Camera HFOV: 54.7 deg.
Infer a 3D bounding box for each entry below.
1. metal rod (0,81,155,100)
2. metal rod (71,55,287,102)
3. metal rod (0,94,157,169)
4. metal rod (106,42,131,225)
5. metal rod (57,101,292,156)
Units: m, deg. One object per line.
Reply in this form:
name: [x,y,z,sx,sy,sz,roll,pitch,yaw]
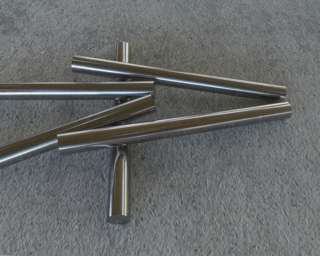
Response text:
metal rod: [-0.157,-0.051,0.427,0.302,0.025,0.025,1,50,7]
metal rod: [0.028,-0.070,0.442,0.302,0.025,0.025,8,50,-2]
metal rod: [-0.148,0.021,0.367,0.302,0.025,0.025,-21,53,-10]
metal rod: [-0.052,-0.019,0.419,0.025,0.025,0.300,-2,50,-2]
metal rod: [0.031,-0.003,0.387,0.302,0.025,0.025,-9,50,-16]
